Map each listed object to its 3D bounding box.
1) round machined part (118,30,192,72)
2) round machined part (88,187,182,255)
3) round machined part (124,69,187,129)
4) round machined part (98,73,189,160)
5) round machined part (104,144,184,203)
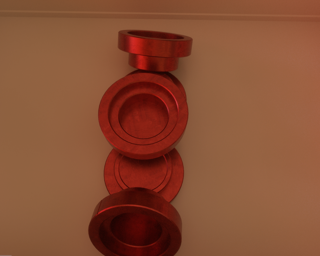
[{"bbox_3d":[-0.008,-0.104,0.417,0.099,0.098,0.042,7,113,2],"label":"round machined part"},{"bbox_3d":[-0.025,0.104,0.341,0.099,0.097,0.042,6,33,2],"label":"round machined part"},{"bbox_3d":[-0.014,-0.039,0.413,0.099,0.042,0.098,0,70,-1],"label":"round machined part"},{"bbox_3d":[-0.018,-0.011,0.357,0.099,0.042,0.098,0,70,-1],"label":"round machined part"},{"bbox_3d":[-0.020,0.053,0.379,0.099,0.042,0.098,0,70,-1],"label":"round machined part"}]
